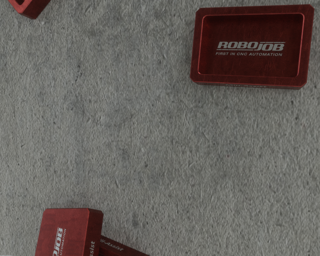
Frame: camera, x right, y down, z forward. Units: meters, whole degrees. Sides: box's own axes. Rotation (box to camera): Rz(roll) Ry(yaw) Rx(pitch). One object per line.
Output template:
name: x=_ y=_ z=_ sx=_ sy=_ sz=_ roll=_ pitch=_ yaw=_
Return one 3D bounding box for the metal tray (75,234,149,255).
metal tray: x=-0.084 y=0.204 z=0.435 sx=0.130 sy=0.030 sz=0.089 roll=15 pitch=95 yaw=19

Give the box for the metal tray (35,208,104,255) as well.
metal tray: x=-0.128 y=0.177 z=0.419 sx=0.090 sy=0.030 sz=0.130 roll=-9 pitch=65 yaw=30

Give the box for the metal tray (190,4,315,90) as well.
metal tray: x=0.106 y=-0.095 z=0.368 sx=0.130 sy=0.030 sz=0.089 roll=6 pitch=92 yaw=19

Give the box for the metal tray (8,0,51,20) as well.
metal tray: x=-0.188 y=-0.245 z=0.472 sx=0.130 sy=0.030 sz=0.090 roll=-44 pitch=77 yaw=14
